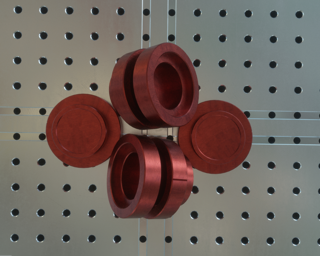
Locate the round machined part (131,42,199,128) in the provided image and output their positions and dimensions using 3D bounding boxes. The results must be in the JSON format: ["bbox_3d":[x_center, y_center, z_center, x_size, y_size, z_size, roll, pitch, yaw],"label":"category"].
[{"bbox_3d":[0.002,-0.048,0.370,0.042,0.099,0.097,-6,90,40],"label":"round machined part"}]

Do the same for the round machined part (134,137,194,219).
[{"bbox_3d":[0.005,0.063,0.386,0.042,0.098,0.098,10,90,-32],"label":"round machined part"}]

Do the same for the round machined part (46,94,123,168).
[{"bbox_3d":[-0.100,0.004,0.404,0.099,0.042,0.097,0,90,0],"label":"round machined part"}]

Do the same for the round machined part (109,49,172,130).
[{"bbox_3d":[-0.025,-0.046,0.388,0.042,0.099,0.097,-6,90,40],"label":"round machined part"}]

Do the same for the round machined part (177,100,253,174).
[{"bbox_3d":[0.073,0.012,0.405,0.099,0.042,0.097,0,90,0],"label":"round machined part"}]

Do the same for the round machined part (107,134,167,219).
[{"bbox_3d":[-0.024,0.058,0.372,0.042,0.098,0.098,10,90,-32],"label":"round machined part"}]
